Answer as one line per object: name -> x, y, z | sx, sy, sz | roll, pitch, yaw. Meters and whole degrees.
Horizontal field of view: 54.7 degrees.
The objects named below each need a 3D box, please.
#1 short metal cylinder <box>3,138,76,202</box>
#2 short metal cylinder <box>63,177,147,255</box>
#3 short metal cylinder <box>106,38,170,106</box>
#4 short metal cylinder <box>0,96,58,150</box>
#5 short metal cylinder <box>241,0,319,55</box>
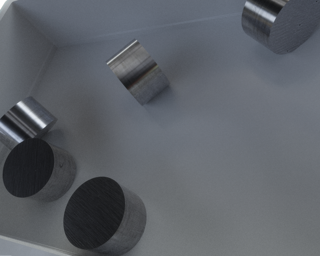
short metal cylinder -> -0.167, 0.059, 0.431 | 0.080, 0.050, 0.080 | -6, 69, 16
short metal cylinder -> -0.063, 0.103, 0.360 | 0.080, 0.050, 0.080 | -13, 56, 21
short metal cylinder -> -0.030, -0.077, 0.434 | 0.050, 0.080, 0.080 | -39, 51, 2
short metal cylinder -> -0.205, -0.002, 0.472 | 0.080, 0.050, 0.080 | -45, 8, 8
short metal cylinder -> 0.148, -0.137, 0.377 | 0.080, 0.080, 0.050 | -39, 51, 2
